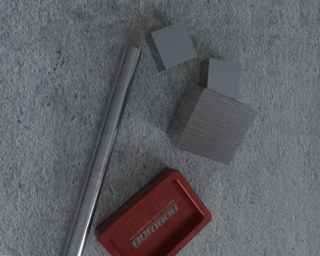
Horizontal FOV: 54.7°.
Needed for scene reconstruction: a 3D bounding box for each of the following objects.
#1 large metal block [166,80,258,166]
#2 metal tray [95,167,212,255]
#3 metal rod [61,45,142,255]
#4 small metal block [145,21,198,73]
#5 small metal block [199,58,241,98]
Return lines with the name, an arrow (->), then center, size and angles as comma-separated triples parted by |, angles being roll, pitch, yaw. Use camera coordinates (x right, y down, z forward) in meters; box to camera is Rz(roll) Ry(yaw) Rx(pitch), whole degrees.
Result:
large metal block -> 0.066, -0.007, 0.408 | 0.081, 0.050, 0.080 | 20, 104, -20
metal tray -> -0.006, 0.126, 0.405 | 0.131, 0.030, 0.090 | -39, 103, -16
metal rod -> -0.075, 0.043, 0.382 | 0.025, 0.025, 0.299 | 18, 84, -20
small metal block -> 0.015, -0.109, 0.416 | 0.050, 0.025, 0.050 | -26, 99, -18
small metal block -> 0.085, -0.069, 0.442 | 0.050, 0.025, 0.050 | 5, 88, -20
